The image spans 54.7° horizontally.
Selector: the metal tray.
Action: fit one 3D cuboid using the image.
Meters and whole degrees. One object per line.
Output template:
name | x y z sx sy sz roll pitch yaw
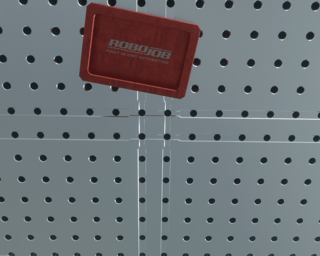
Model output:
metal tray | -0.025 -0.092 0.376 0.131 0.030 0.089 10 110 -5
